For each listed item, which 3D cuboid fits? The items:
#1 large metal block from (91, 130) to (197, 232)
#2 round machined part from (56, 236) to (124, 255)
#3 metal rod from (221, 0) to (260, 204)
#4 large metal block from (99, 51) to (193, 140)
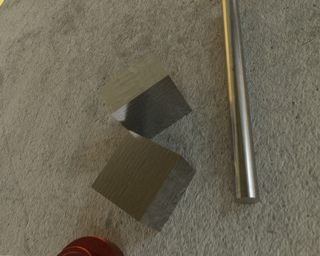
[{"bbox_3d":[-0.018,0.060,0.361,0.080,0.050,0.080,24,75,36],"label":"large metal block"},{"bbox_3d":[-0.086,0.167,0.336,0.098,0.042,0.098,-13,56,21],"label":"round machined part"},{"bbox_3d":[0.096,-0.056,0.387,0.025,0.025,0.299,-10,57,23],"label":"metal rod"},{"bbox_3d":[-0.016,-0.036,0.399,0.080,0.080,0.050,-34,51,6],"label":"large metal block"}]
